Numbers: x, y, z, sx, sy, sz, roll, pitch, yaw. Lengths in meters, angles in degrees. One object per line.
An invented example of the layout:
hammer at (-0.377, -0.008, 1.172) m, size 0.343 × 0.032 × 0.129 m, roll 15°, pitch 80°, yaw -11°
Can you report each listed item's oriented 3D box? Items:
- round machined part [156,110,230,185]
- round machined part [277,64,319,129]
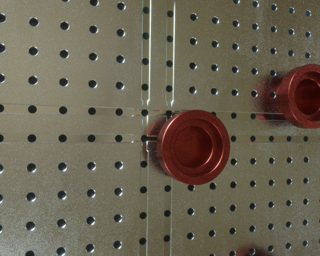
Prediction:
round machined part at (0.041, 0.025, 0.419) m, size 0.099 × 0.042 × 0.097 m, roll 0°, pitch 90°, yaw -20°
round machined part at (0.225, -0.048, 0.486) m, size 0.099 × 0.042 × 0.097 m, roll 0°, pitch 90°, yaw -20°
